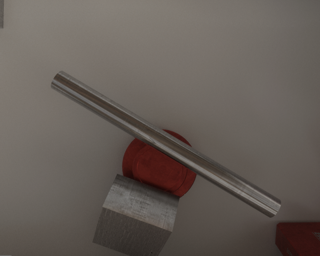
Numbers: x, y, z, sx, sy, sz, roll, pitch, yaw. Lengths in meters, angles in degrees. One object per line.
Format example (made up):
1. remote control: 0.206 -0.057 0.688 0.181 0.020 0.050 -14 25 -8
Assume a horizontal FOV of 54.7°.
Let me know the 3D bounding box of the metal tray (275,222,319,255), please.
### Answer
1. metal tray: 0.202 0.155 0.360 0.091 0.130 0.030 0 101 0

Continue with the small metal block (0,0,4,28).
1. small metal block: -0.238 -0.161 0.408 0.050 0.025 0.050 1 90 -1

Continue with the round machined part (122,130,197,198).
1. round machined part: 0.000 0.050 0.403 0.099 0.042 0.097 0 90 -1

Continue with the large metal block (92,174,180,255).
1. large metal block: -0.030 0.112 0.379 0.080 0.050 0.079 20 130 -1

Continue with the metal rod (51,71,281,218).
1. metal rod: 0.007 0.019 0.369 0.301 0.025 0.025 31 90 0
